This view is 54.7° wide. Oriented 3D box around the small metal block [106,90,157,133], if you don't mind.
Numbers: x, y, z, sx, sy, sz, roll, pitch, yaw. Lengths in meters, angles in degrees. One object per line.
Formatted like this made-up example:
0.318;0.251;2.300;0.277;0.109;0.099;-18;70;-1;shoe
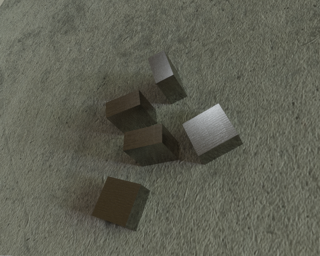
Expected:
-0.038;-0.020;0.420;0.050;0.050;0.025;-20;54;16;small metal block

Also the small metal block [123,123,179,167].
-0.010;0.022;0.379;0.050;0.050;0.025;-13;56;21;small metal block

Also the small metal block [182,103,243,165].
0.062;0.007;0.367;0.050;0.025;0.050;-30;52;9;small metal block

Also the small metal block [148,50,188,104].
0.011;-0.069;0.425;0.025;0.050;0.050;-26;53;12;small metal block

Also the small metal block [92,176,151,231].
-0.046;0.090;0.373;0.050;0.025;0.050;7;65;31;small metal block
